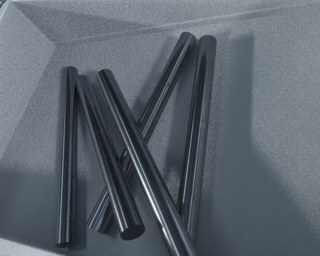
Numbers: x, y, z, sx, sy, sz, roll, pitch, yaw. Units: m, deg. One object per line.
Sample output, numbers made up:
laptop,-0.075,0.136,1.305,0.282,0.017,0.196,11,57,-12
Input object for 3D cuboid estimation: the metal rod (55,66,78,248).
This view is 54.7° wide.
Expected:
metal rod,-0.136,0.021,0.461,0.025,0.025,0.299,-21,54,15

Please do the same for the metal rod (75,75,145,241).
metal rod,-0.078,0.013,0.412,0.025,0.025,0.300,-35,44,5

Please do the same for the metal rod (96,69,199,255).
metal rod,-0.027,0.026,0.368,0.025,0.025,0.300,-33,52,6

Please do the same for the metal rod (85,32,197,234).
metal rod,-0.017,-0.007,0.417,0.025,0.025,0.300,13,68,33

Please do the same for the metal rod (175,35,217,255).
metal rod,0.045,0.007,0.376,0.025,0.025,0.299,-4,60,26
